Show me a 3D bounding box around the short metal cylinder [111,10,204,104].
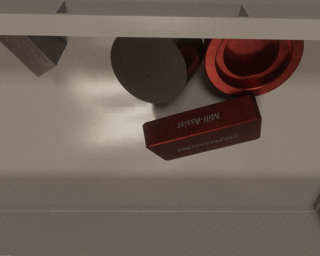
[{"bbox_3d":[-0.002,-0.071,0.313,0.080,0.050,0.079,15,131,18],"label":"short metal cylinder"}]

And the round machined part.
[{"bbox_3d":[0.094,-0.084,0.328,0.099,0.042,0.097,-1,130,-1],"label":"round machined part"}]

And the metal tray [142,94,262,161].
[{"bbox_3d":[0.055,0.004,0.382,0.130,0.030,0.090,-15,161,12],"label":"metal tray"}]

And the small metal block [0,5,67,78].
[{"bbox_3d":[-0.127,-0.088,0.316,0.025,0.050,0.050,-27,126,20],"label":"small metal block"}]
